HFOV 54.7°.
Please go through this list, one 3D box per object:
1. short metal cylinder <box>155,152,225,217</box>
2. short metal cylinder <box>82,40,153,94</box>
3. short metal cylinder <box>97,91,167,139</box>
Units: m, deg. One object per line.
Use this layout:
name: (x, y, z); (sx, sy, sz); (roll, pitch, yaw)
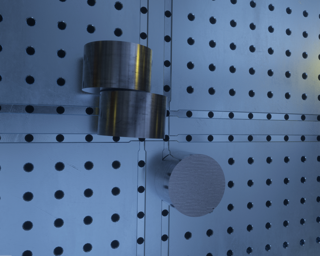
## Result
short metal cylinder: (0.039, 0.073, 0.415); (0.081, 0.050, 0.079); (0, 90, -21)
short metal cylinder: (-0.050, -0.067, 0.366); (0.081, 0.080, 0.050); (3, 89, -20)
short metal cylinder: (-0.033, -0.014, 0.372); (0.081, 0.080, 0.050); (4, 89, -20)
